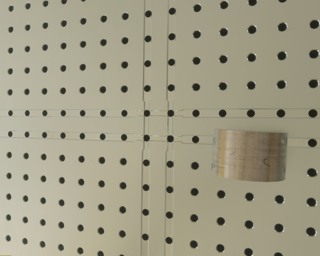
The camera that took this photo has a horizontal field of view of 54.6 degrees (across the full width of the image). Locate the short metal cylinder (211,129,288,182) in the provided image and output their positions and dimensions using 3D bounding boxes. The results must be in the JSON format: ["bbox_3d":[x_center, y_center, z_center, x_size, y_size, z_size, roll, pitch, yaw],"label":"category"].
[{"bbox_3d":[0.099,0.028,0.348,0.080,0.080,0.050,3,91,20],"label":"short metal cylinder"}]
